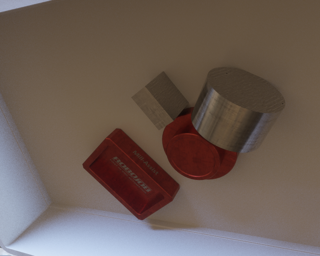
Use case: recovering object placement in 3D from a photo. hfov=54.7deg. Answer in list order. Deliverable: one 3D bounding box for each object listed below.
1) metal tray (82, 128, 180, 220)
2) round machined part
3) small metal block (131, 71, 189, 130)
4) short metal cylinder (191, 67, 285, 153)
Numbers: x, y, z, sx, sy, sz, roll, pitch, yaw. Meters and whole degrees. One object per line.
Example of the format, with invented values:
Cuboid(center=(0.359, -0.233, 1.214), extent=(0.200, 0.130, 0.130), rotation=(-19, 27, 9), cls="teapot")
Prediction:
Cuboid(center=(-0.046, 0.073, 0.473), extent=(0.130, 0.030, 0.090), rotation=(44, 129, -3), cls="metal tray")
Cuboid(center=(0.047, 0.026, 0.388), extent=(0.098, 0.042, 0.097), rotation=(13, 124, 20), cls="round machined part")
Cuboid(center=(0.002, -0.033, 0.370), extent=(0.025, 0.050, 0.050), rotation=(-34, 100, 38), cls="small metal block")
Cuboid(center=(0.078, -0.020, 0.319), extent=(0.080, 0.080, 0.050), rotation=(27, 128, 11), cls="short metal cylinder")
